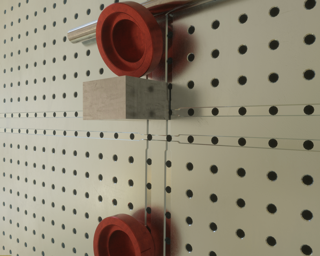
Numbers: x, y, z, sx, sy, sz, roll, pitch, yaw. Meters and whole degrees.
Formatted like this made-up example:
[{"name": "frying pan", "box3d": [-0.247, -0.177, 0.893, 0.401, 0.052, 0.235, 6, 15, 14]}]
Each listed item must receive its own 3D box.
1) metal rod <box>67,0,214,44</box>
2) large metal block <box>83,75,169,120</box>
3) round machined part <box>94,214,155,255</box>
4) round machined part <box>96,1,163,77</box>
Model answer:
[{"name": "metal rod", "box3d": [-0.032, -0.159, 0.435, 0.300, 0.025, 0.025, -1, 89, 40]}, {"name": "large metal block", "box3d": [-0.044, -0.035, 0.410, 0.080, 0.081, 0.050, 0, 90, 40]}, {"name": "round machined part", "box3d": [-0.046, 0.170, 0.437, 0.098, 0.042, 0.097, 0, 90, 40]}, {"name": "round machined part", "box3d": [-0.036, -0.117, 0.413, 0.098, 0.042, 0.097, 19, 124, 31]}]
